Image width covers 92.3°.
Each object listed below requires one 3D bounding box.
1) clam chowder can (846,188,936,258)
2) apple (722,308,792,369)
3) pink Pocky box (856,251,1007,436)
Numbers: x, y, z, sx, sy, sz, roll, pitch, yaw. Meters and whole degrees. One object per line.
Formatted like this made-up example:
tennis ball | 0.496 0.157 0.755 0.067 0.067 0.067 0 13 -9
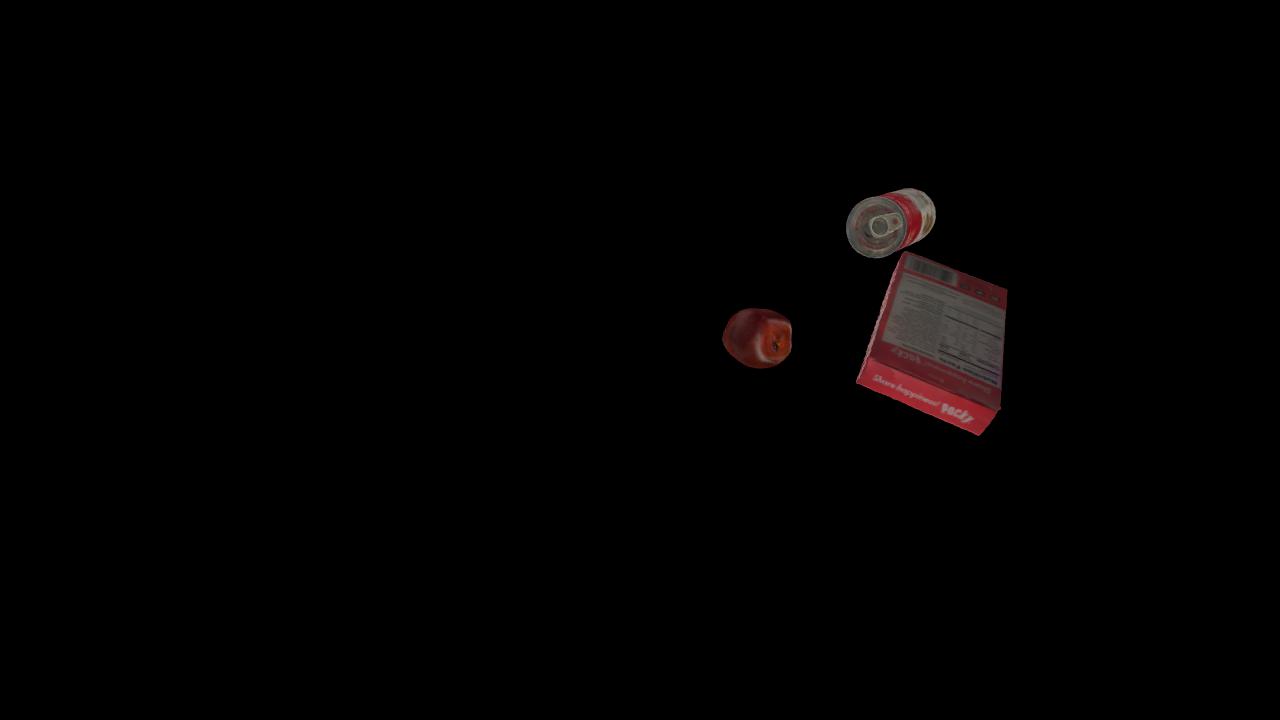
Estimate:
clam chowder can | 0.291 -0.160 0.709 0.068 0.068 0.102 0 18 44
apple | 0.142 -0.027 0.755 0.079 0.079 0.093 0 14 -27
pink Pocky box | 0.214 -0.019 0.444 0.084 0.029 0.155 24 44 13
